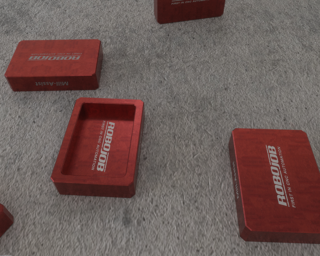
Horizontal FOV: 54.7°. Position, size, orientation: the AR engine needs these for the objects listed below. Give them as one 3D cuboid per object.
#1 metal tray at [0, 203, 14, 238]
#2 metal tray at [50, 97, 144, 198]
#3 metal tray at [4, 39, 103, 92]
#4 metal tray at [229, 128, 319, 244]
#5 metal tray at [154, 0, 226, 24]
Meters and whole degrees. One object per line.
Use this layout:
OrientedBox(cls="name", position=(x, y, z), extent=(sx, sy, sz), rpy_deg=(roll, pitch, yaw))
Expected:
OrientedBox(cls="metal tray", position=(-0.226, 0.116, 0.300), extent=(0.090, 0.030, 0.130), rpy_deg=(23, 54, 18))
OrientedBox(cls="metal tray", position=(-0.070, 0.019, 0.383), extent=(0.091, 0.030, 0.130), rpy_deg=(3, 50, 2))
OrientedBox(cls="metal tray", position=(-0.159, -0.099, 0.482), extent=(0.131, 0.030, 0.090), rpy_deg=(-1, 50, -1))
OrientedBox(cls="metal tray", position=(0.131, 0.060, 0.350), extent=(0.091, 0.030, 0.130), rpy_deg=(2, 50, 1))
OrientedBox(cls="metal tray", position=(0.056, -0.245, 0.567), extent=(0.131, 0.090, 0.030), rpy_deg=(-11, 51, -9))
